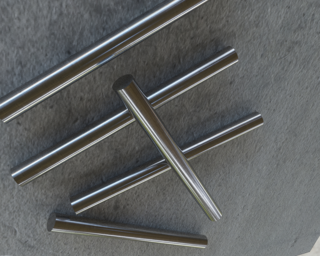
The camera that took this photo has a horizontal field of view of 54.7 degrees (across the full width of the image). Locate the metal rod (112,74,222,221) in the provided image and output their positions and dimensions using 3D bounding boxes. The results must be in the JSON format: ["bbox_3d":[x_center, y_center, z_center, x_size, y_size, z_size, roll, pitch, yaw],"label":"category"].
[{"bbox_3d":[0.026,0.048,0.418,0.025,0.025,0.299,-37,130,-4],"label":"metal rod"}]

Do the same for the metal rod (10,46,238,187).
[{"bbox_3d":[-0.035,-0.019,0.377,0.301,0.025,0.025,-31,129,-9],"label":"metal rod"}]

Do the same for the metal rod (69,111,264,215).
[{"bbox_3d":[0.019,0.044,0.446,0.302,0.025,0.025,-24,127,-14],"label":"metal rod"}]

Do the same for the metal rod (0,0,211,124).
[{"bbox_3d":[-0.035,-0.096,0.328,0.301,0.025,0.025,-33,129,-7],"label":"metal rod"}]

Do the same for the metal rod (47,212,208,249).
[{"bbox_3d":[-0.031,0.169,0.496,0.302,0.025,0.025,23,106,-37],"label":"metal rod"}]
